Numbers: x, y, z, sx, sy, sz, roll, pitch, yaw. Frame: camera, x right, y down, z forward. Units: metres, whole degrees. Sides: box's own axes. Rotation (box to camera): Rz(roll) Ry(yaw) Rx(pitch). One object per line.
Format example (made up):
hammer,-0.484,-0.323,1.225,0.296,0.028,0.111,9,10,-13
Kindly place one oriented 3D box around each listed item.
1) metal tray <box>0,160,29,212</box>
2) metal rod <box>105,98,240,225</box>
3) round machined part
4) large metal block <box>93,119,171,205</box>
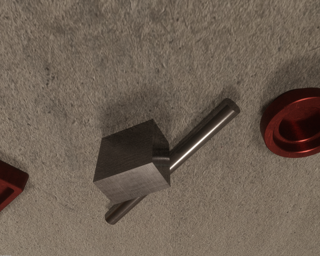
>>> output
metal tray,-0.279,0.095,0.480,0.090,0.030,0.130,36,121,-27
metal rod,0.003,0.064,0.462,0.025,0.025,0.299,29,124,-23
round machined part,0.176,-0.011,0.390,0.099,0.042,0.097,-1,130,0
large metal block,-0.034,0.044,0.408,0.080,0.080,0.050,-20,127,16
